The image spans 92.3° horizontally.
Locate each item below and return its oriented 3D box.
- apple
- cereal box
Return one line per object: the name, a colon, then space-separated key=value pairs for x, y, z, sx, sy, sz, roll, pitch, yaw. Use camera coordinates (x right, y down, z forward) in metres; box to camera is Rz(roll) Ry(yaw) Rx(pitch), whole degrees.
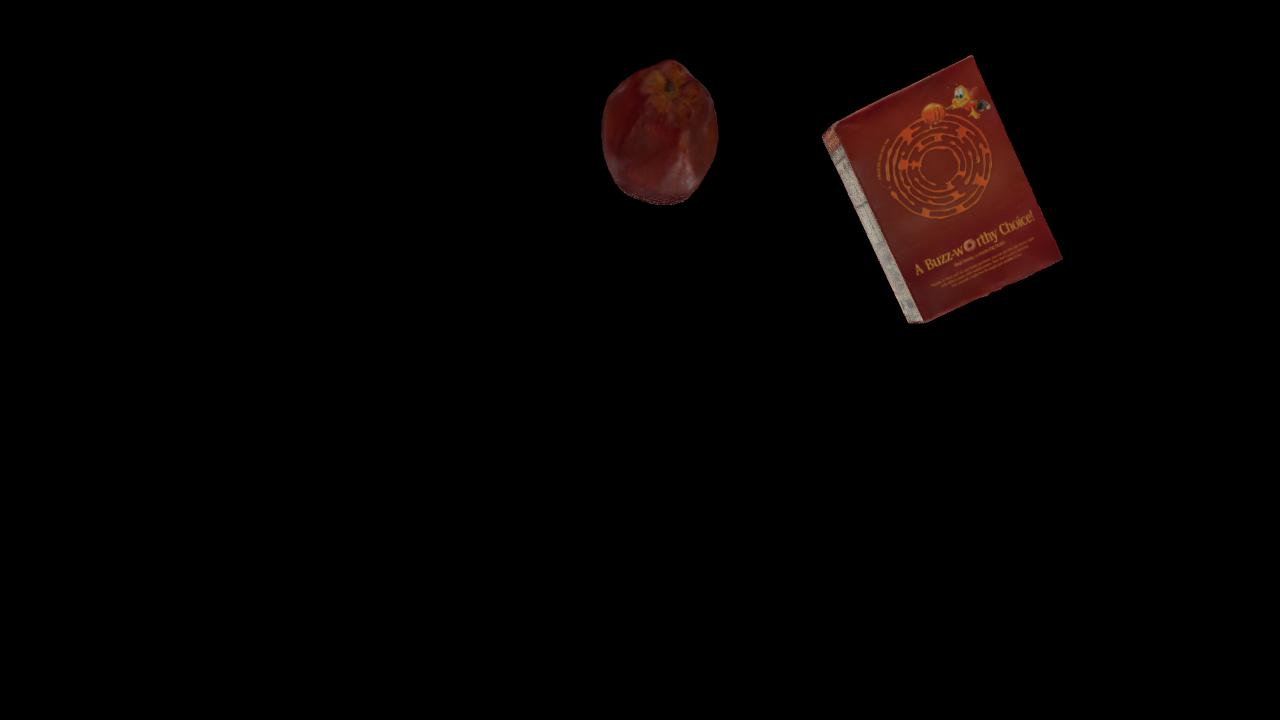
apple: x=0.012 y=-0.146 z=0.400 sx=0.079 sy=0.079 sz=0.093 roll=0 pitch=-14 yaw=-3
cereal box: x=0.415 y=-0.230 z=0.857 sx=0.203 sy=0.306 sz=0.081 roll=-26 pitch=2 yaw=5
